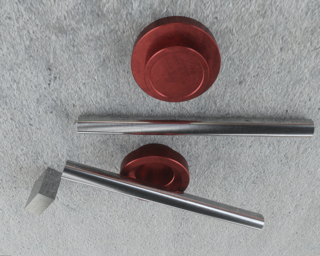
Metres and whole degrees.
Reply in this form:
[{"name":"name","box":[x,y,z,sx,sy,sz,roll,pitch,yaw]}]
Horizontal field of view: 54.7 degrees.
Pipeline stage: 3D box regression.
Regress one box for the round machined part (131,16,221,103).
[{"name":"round machined part","box":[0.018,-0.067,0.339,0.099,0.042,0.097,0,130,0]}]

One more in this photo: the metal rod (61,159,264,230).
[{"name":"metal rod","box":[0.015,0.098,0.435,0.302,0.025,0.025,19,128,-16]}]

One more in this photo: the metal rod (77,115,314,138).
[{"name":"metal rod","box":[0.047,-0.002,0.405,0.302,0.025,0.025,1,130,-1]}]

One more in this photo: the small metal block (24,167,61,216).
[{"name":"small metal block","box":[-0.177,0.096,0.471,0.025,0.050,0.050,31,123,-24]}]

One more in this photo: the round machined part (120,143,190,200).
[{"name":"round machined part","box":[-0.008,0.060,0.447,0.099,0.042,0.097,0,130,0]}]
